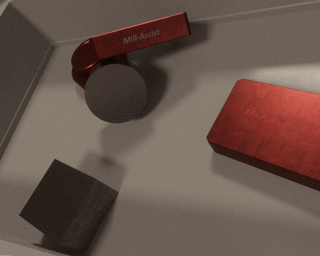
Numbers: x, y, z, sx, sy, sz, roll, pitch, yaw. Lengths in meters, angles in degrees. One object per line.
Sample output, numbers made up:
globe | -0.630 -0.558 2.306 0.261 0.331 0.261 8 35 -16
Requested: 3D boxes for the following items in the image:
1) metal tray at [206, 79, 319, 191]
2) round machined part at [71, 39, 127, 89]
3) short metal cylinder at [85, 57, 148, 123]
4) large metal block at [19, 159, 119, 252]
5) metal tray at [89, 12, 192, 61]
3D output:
metal tray | 0.128 0.002 0.334 0.130 0.030 0.090 20 72 35
round machined part | -0.108 -0.113 0.519 0.098 0.042 0.098 -13 56 20
short metal cylinder | -0.059 -0.052 0.423 0.080 0.080 0.050 -33 23 6
large metal block | -0.113 0.095 0.389 0.080 0.050 0.080 17 70 34
metal tray | -0.030 -0.128 0.439 0.131 0.030 0.090 -16 15 -4
